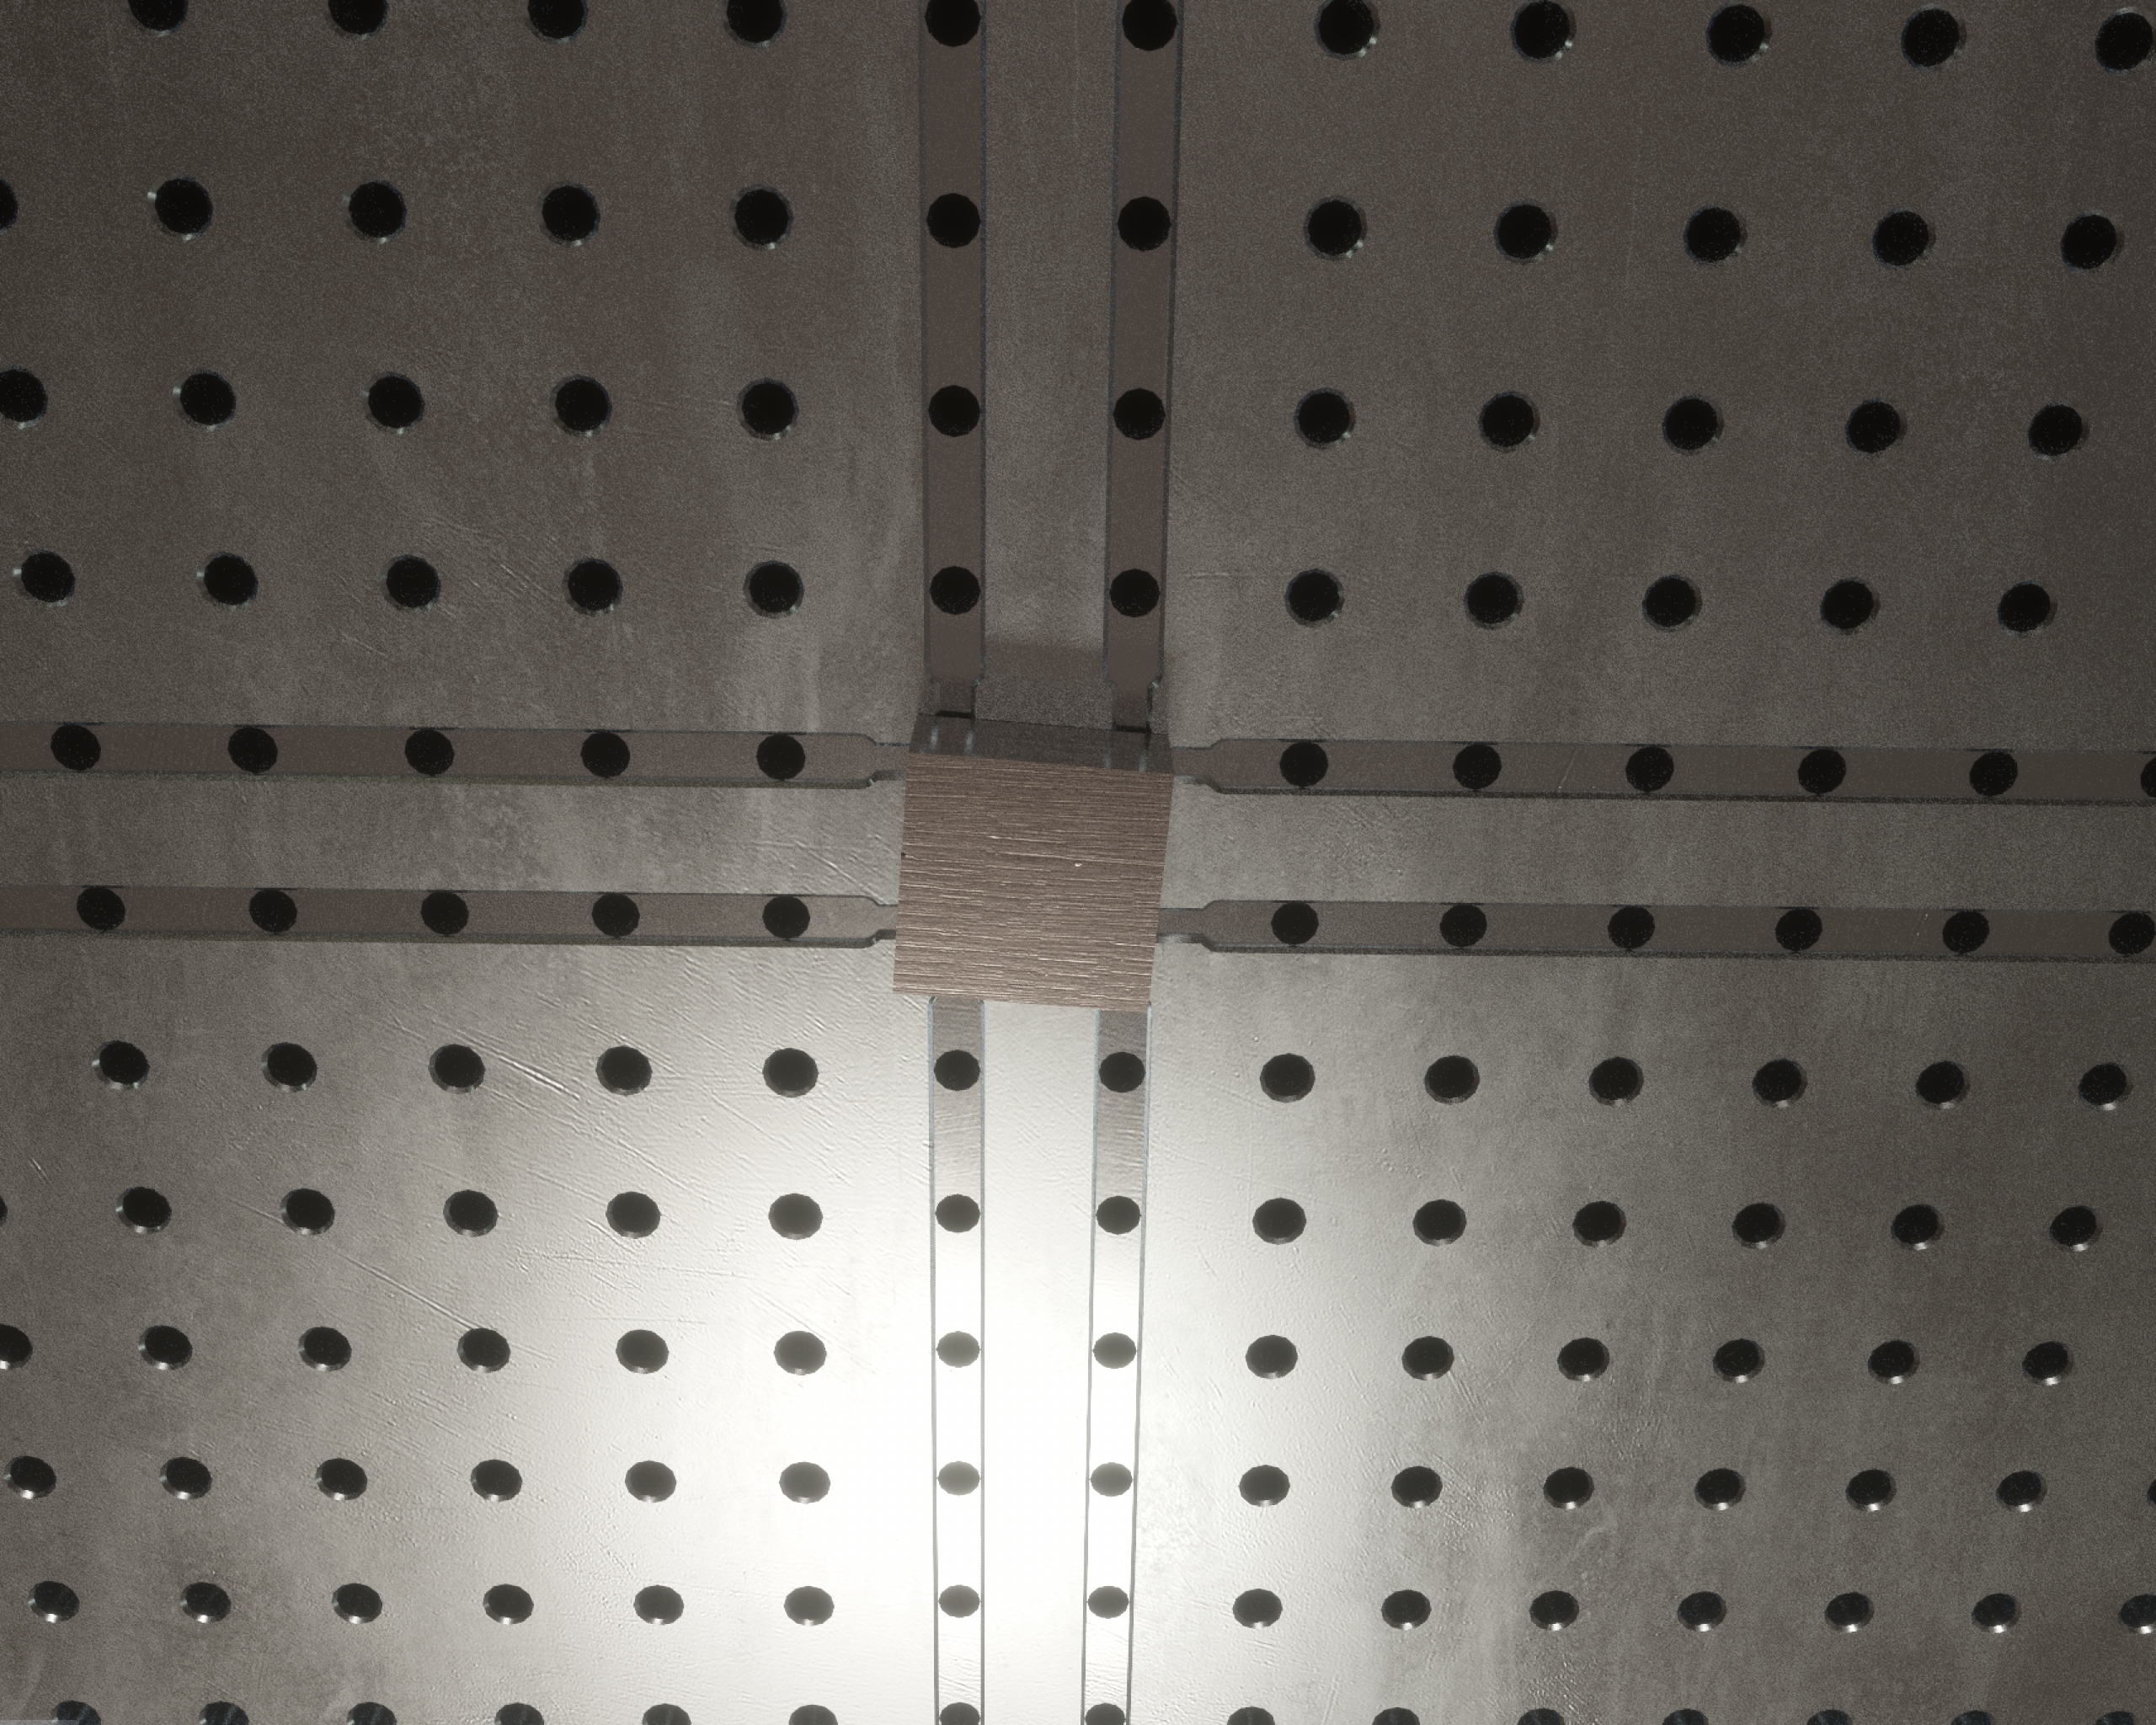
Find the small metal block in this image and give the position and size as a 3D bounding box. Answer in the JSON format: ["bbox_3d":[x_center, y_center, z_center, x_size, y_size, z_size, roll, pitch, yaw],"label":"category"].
[{"bbox_3d":[-0.009,0.000,0.413,0.050,0.025,0.050,5,110,-2],"label":"small metal block"}]
